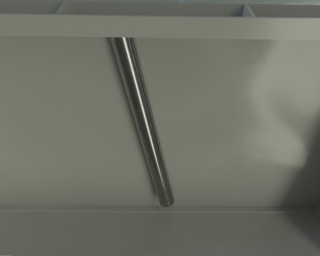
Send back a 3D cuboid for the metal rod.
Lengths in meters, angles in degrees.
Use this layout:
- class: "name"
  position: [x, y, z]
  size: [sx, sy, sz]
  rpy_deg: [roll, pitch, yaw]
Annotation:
- class: "metal rod"
  position: [-0.015, 0.008, 0.415]
  size: [0.025, 0.025, 0.299]
  rpy_deg: [-8, 130, 7]
